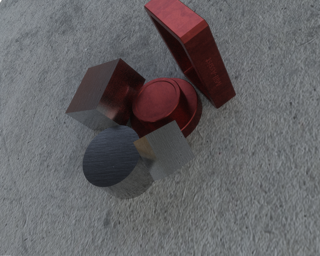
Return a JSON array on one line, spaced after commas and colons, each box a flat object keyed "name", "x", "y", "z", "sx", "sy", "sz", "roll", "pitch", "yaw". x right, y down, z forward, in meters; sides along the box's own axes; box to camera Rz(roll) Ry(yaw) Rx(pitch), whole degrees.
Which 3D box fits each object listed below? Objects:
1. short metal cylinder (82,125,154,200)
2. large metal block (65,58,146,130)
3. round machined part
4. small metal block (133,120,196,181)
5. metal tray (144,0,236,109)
[{"name": "short metal cylinder", "x": -0.048, "y": 0.043, "z": 0.387, "sx": 0.080, "sy": 0.050, "sz": 0.080, "roll": -13, "pitch": 56, "yaw": 20}, {"name": "large metal block", "x": -0.077, "y": -0.045, "z": 0.440, "sx": 0.080, "sy": 0.050, "sz": 0.080, "roll": -3, "pitch": 59, "yaw": 46}, {"name": "round machined part", "x": 0.003, "y": -0.028, "z": 0.410, "sx": 0.098, "sy": 0.042, "sz": 0.098, "roll": -13, "pitch": 56, "yaw": 20}, {"name": "small metal block", "x": 0.006, "y": 0.025, "z": 0.356, "sx": 0.025, "sy": 0.050, "sz": 0.050, "roll": -29, "pitch": 89, "yaw": 49}, {"name": "metal tray", "x": 0.039, "y": -0.089, "z": 0.370, "sx": 0.030, "sy": 0.130, "sz": 0.090, "roll": -38, "pitch": 51, "yaw": 3}]
